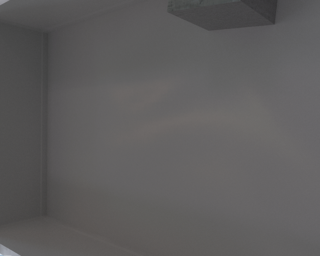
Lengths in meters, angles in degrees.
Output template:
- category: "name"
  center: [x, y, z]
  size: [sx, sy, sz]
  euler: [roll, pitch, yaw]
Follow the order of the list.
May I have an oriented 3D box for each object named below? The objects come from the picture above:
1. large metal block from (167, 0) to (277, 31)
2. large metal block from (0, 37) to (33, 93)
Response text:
- category: "large metal block"
  center: [0.066, -0.137, 0.317]
  size: [0.080, 0.081, 0.050]
  euler: [9, 96, 39]
- category: "large metal block"
  center: [-0.324, -0.134, 0.661]
  size: [0.080, 0.050, 0.080]
  euler: [-46, 63, 30]
